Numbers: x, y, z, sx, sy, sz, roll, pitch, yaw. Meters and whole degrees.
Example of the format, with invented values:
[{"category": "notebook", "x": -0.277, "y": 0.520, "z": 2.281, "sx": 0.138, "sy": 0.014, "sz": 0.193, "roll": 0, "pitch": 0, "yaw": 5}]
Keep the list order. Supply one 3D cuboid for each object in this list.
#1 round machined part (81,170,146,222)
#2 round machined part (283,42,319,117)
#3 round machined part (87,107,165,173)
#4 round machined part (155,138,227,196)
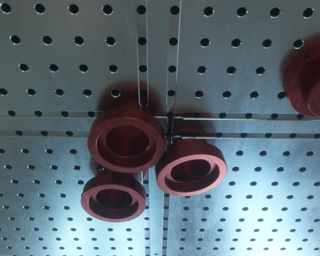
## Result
[{"category": "round machined part", "x": -0.071, "y": 0.103, "z": 0.487, "sx": 0.099, "sy": 0.042, "sz": 0.097, "roll": 0, "pitch": 130, "yaw": 0}, {"category": "round machined part", "x": 0.199, "y": -0.050, "z": 0.360, "sx": 0.099, "sy": 0.042, "sz": 0.097, "roll": 0, "pitch": 130, "yaw": 0}, {"category": "round machined part", "x": -0.042, "y": 0.011, "z": 0.409, "sx": 0.099, "sy": 0.042, "sz": 0.097, "roll": 0, "pitch": 130, "yaw": 0}, {"category": "round machined part", "x": 0.041, "y": 0.052, "z": 0.438, "sx": 0.099, "sy": 0.042, "sz": 0.097, "roll": -6, "pitch": 136, "yaw": -6}]
